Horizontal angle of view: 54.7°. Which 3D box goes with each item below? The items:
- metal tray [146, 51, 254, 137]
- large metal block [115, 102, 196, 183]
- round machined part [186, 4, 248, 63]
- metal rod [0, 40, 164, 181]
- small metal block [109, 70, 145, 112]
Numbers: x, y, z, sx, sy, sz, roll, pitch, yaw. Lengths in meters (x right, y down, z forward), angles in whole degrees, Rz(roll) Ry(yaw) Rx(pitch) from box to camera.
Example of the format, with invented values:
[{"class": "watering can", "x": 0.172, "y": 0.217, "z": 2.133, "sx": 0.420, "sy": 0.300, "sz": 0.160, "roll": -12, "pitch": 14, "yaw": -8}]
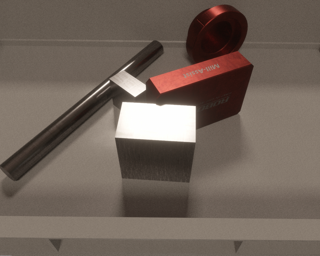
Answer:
[{"class": "metal tray", "x": 0.049, "y": -0.038, "z": 0.395, "sx": 0.131, "sy": 0.089, "sz": 0.030, "roll": -20, "pitch": 53, "yaw": -16}, {"class": "large metal block", "x": -0.003, "y": 0.018, "z": 0.354, "sx": 0.080, "sy": 0.080, "sz": 0.050, "roll": 3, "pitch": 50, "yaw": 2}, {"class": "round machined part", "x": 0.083, "y": -0.145, "z": 0.481, "sx": 0.099, "sy": 0.097, "sz": 0.042, "roll": -21, "pitch": 54, "yaw": -17}, {"class": "metal rod", "x": -0.091, "y": -0.041, "z": 0.438, "sx": 0.025, "sy": 0.025, "sz": 0.301, "roll": 28, "pitch": 55, "yaw": 21}, {"class": "small metal block", "x": -0.041, "y": -0.043, "z": 0.425, "sx": 0.050, "sy": 0.050, "sz": 0.025, "roll": 36, "pitch": 59, "yaw": 26}]
